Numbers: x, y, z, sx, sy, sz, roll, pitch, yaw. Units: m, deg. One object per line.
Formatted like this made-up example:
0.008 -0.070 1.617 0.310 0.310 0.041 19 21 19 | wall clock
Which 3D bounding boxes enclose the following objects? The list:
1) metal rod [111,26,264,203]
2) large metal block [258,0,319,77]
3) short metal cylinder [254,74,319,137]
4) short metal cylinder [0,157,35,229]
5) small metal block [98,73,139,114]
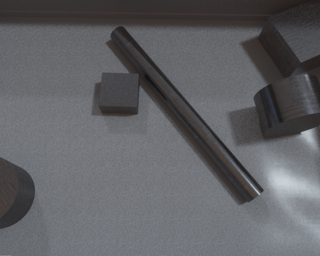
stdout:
0.028 -0.029 0.420 0.025 0.025 0.300 -35 74 -12 | metal rod
0.203 -0.127 0.445 0.080 0.050 0.080 -24 72 -9 | large metal block
0.166 -0.026 0.392 0.081 0.080 0.050 -9 71 -4 | short metal cylinder
-0.198 0.077 0.366 0.081 0.050 0.080 0 70 0 | short metal cylinder
-0.055 -0.048 0.426 0.050 0.025 0.050 2 70 0 | small metal block
